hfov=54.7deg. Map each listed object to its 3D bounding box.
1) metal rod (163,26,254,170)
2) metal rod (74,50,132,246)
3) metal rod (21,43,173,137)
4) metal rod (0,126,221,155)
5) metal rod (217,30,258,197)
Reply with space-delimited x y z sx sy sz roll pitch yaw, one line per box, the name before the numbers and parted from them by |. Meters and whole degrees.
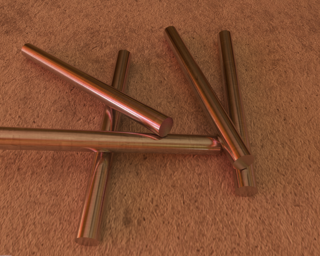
metal rod | 0.055 -0.065 0.441 0.025 0.025 0.300 -11 46 -9
metal rod | -0.065 -0.002 0.403 0.025 0.025 0.300 2 50 2
metal rod | -0.104 -0.064 0.431 0.300 0.025 0.025 30 56 31
metal rod | -0.076 0.015 0.352 0.302 0.025 0.025 3 49 -13
metal rod | 0.104 -0.044 0.440 0.025 0.025 0.300 2 50 2
